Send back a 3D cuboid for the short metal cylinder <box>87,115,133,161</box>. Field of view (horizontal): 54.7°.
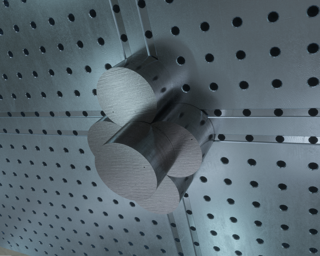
[{"bbox_3d":[-0.053,0.014,0.432,0.080,0.050,0.079,13,124,21],"label":"short metal cylinder"}]

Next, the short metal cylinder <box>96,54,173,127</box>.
[{"bbox_3d":[-0.030,-0.045,0.383,0.080,0.050,0.079,13,124,20],"label":"short metal cylinder"}]

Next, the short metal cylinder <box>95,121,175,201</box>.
[{"bbox_3d":[-0.029,0.039,0.369,0.080,0.050,0.079,13,124,21],"label":"short metal cylinder"}]

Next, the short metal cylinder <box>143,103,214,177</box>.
[{"bbox_3d":[0.023,0.015,0.392,0.080,0.050,0.079,13,124,21],"label":"short metal cylinder"}]

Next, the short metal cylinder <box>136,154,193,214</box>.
[{"bbox_3d":[0.000,0.075,0.441,0.080,0.050,0.079,12,122,21],"label":"short metal cylinder"}]
